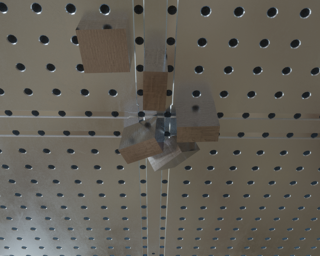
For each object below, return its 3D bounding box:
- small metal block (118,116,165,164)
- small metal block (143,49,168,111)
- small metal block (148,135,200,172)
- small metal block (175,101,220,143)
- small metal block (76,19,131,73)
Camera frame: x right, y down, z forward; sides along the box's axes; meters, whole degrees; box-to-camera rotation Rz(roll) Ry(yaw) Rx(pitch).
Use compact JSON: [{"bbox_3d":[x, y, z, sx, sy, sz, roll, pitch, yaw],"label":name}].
[{"bbox_3d":[-0.023,0.015,0.406,0.050,0.050,0.025,-19,121,15],"label":"small metal block"},{"bbox_3d":[-0.006,-0.054,0.349,0.025,0.050,0.050,2,130,-2],"label":"small metal block"},{"bbox_3d":[0.019,0.034,0.424,0.050,0.025,0.050,-39,160,28],"label":"small metal block"},{"bbox_3d":[0.045,-0.008,0.389,0.050,0.050,0.025,-1,130,1],"label":"small metal block"},{"bbox_3d":[-0.059,-0.088,0.336,0.050,0.025,0.050,-2,130,1],"label":"small metal block"}]
